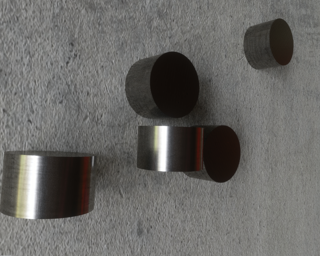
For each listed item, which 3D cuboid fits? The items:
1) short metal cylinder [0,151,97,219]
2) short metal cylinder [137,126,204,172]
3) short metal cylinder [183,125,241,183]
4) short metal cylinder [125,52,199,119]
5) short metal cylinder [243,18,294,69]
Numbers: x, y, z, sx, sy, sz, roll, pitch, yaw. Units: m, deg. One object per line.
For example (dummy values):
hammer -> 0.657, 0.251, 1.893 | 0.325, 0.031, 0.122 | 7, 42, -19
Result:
short metal cylinder -> -0.100, 0.048, 0.285 | 0.081, 0.080, 0.050 | 5, 87, -40
short metal cylinder -> 0.013, 0.024, 0.379 | 0.081, 0.080, 0.050 | 3, 88, -40
short metal cylinder -> 0.071, 0.036, 0.448 | 0.081, 0.050, 0.080 | 0, 90, -40
short metal cylinder -> 0.004, -0.052, 0.391 | 0.081, 0.050, 0.080 | 0, 90, -40
short metal cylinder -> 0.193, -0.147, 0.550 | 0.081, 0.050, 0.080 | 0, 90, -40
